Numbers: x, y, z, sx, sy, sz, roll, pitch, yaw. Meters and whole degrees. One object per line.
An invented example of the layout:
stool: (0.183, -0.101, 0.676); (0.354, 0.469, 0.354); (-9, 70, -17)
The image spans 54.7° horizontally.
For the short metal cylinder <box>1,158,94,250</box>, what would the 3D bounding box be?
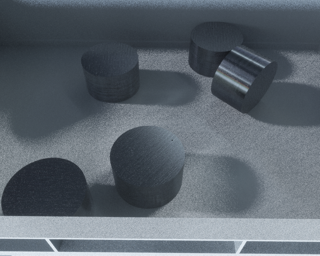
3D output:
short metal cylinder: (-0.113, 0.078, 0.322); (0.081, 0.050, 0.080); (0, 50, 0)

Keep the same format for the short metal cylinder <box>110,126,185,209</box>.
short metal cylinder: (-0.013, 0.044, 0.352); (0.081, 0.050, 0.080); (0, 50, 0)

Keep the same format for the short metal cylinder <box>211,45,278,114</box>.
short metal cylinder: (0.116, -0.067, 0.427); (0.050, 0.080, 0.080); (37, 59, 26)

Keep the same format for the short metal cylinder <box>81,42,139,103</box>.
short metal cylinder: (-0.071, -0.083, 0.458); (0.081, 0.050, 0.080); (0, 50, 0)

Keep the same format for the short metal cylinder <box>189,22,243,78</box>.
short metal cylinder: (0.088, -0.126, 0.496); (0.081, 0.050, 0.080); (0, 50, 0)
